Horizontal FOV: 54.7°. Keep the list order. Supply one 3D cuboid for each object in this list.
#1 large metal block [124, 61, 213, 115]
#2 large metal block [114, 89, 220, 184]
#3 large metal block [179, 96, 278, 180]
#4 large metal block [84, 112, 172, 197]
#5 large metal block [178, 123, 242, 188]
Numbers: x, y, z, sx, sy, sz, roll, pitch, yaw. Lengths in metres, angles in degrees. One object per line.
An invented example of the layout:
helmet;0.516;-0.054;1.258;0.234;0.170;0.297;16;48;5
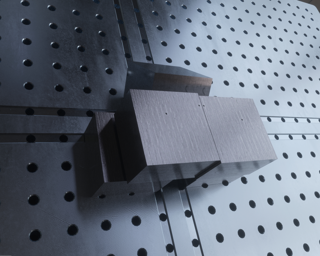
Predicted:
large metal block;0.008;-0.052;0.403;0.081;0.050;0.080;0;20;-29
large metal block;0.005;0.009;0.323;0.081;0.050;0.080;0;62;-29
large metal block;0.077;0.011;0.362;0.081;0.050;0.080;0;62;-29
large metal block;-0.037;0.030;0.356;0.081;0.050;0.080;1;61;-28
large metal block;0.067;0.029;0.411;0.081;0.050;0.080;-1;62;-29
